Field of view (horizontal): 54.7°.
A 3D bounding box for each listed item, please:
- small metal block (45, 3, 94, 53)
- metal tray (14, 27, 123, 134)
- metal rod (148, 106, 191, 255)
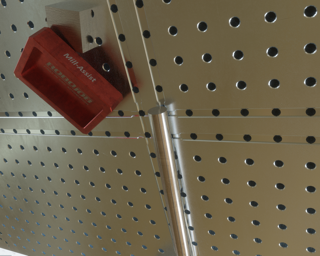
[{"bbox_3d":[-0.113,-0.127,0.390,0.050,0.025,0.050,16,125,18],"label":"small metal block"},{"bbox_3d":[-0.124,-0.058,0.415,0.130,0.030,0.090,43,138,-12],"label":"metal tray"},{"bbox_3d":[0.020,0.108,0.465,0.025,0.025,0.298,4,120,26],"label":"metal rod"}]
